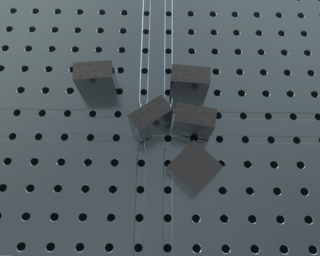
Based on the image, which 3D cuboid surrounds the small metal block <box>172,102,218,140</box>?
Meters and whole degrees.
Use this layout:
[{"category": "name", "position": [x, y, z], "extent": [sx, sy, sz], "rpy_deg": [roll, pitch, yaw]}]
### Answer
[{"category": "small metal block", "position": [0.044, -0.008, 0.402], "extent": [0.050, 0.050, 0.025], "rpy_deg": [10, 71, 3]}]

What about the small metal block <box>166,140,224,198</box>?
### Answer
[{"category": "small metal block", "position": [0.043, 0.052, 0.393], "extent": [0.050, 0.025, 0.050], "rpy_deg": [43, 75, 13]}]

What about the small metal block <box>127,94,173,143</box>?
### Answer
[{"category": "small metal block", "position": [-0.012, -0.011, 0.402], "extent": [0.050, 0.050, 0.025], "rpy_deg": [-33, 74, -11]}]

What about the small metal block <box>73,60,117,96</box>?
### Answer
[{"category": "small metal block", "position": [-0.087, -0.067, 0.422], "extent": [0.050, 0.050, 0.025], "rpy_deg": [-4, 70, -2]}]

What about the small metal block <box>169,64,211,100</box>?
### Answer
[{"category": "small metal block", "position": [0.040, -0.061, 0.421], "extent": [0.050, 0.050, 0.025], "rpy_deg": [5, 70, 1]}]
